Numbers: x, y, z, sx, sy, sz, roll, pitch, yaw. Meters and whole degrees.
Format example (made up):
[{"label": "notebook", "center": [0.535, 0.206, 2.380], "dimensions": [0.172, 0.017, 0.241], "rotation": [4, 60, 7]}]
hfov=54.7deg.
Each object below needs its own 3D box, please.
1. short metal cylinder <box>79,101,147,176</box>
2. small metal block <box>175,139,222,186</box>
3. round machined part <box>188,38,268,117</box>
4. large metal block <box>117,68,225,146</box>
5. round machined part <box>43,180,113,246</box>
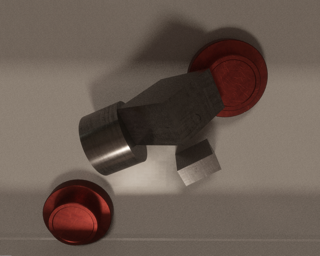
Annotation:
[{"label": "short metal cylinder", "center": [-0.056, 0.013, 0.384], "dimensions": [0.050, 0.080, 0.080], "rotation": [-22, 109, 12]}, {"label": "small metal block", "center": [0.050, 0.045, 0.415], "dimensions": [0.050, 0.050, 0.025], "rotation": [-27, 108, 9]}, {"label": "round machined part", "center": [0.084, -0.059, 0.382], "dimensions": [0.099, 0.042, 0.097], "rotation": [0, 110, -1]}, {"label": "large metal block", "center": [0.013, -0.023, 0.356], "dimensions": [0.080, 0.080, 0.050], "rotation": [-3, 119, 49]}, {"label": "round machined part", "center": [-0.119, 0.127, 0.444], "dimensions": [0.099, 0.042, 0.097], "rotation": [0, 106, 0]}]
